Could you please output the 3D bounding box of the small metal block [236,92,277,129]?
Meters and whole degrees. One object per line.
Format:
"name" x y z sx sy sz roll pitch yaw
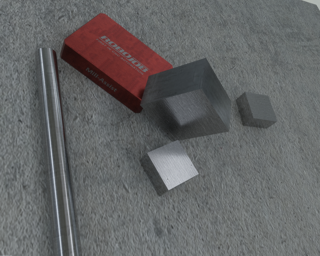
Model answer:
"small metal block" 0.158 -0.029 0.509 0.050 0.025 0.050 6 59 -26

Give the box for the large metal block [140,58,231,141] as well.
"large metal block" 0.035 -0.031 0.389 0.080 0.080 0.050 49 41 -40

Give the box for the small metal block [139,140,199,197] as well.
"small metal block" 0.011 0.049 0.382 0.050 0.025 0.050 -21 73 -36

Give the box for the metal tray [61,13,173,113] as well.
"metal tray" -0.056 -0.091 0.428 0.130 0.030 0.090 37 51 -4

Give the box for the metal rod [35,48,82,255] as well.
"metal rod" -0.106 0.041 0.322 0.025 0.025 0.299 -1 62 -29
